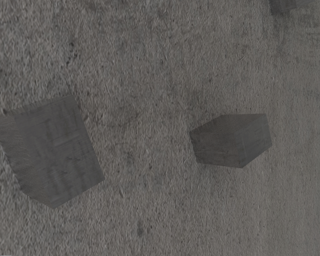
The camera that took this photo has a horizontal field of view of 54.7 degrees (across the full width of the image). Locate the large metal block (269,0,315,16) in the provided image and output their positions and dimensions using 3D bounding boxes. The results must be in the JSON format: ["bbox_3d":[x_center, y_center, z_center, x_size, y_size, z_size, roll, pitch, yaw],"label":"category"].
[{"bbox_3d":[0.250,-0.271,0.597,0.081,0.050,0.080,-30,109,-36],"label":"large metal block"}]

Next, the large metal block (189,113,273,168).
[{"bbox_3d":[0.104,0.016,0.456,0.081,0.080,0.050,-25,106,-37],"label":"large metal block"}]

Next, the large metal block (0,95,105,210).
[{"bbox_3d":[-0.104,0.018,0.282,0.050,0.080,0.080,-28,108,-37],"label":"large metal block"}]
